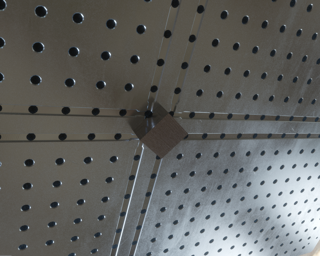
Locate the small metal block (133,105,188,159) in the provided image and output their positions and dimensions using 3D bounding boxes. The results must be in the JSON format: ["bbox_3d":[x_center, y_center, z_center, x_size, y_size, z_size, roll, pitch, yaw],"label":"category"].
[{"bbox_3d":[0.001,0.006,0.415,0.050,0.025,0.050,-44,130,2],"label":"small metal block"}]
